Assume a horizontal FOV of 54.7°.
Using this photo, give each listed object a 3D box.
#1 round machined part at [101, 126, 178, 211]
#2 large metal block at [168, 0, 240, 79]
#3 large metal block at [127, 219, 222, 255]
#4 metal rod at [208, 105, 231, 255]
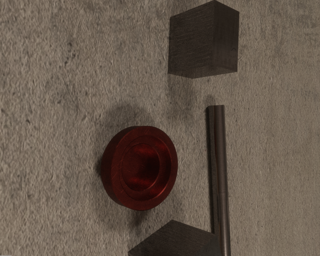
[{"bbox_3d":[-0.028,0.046,0.372,0.099,0.042,0.097,0,90,-40],"label":"round machined part"},{"bbox_3d":[0.058,-0.114,0.419,0.050,0.080,0.080,4,88,-40],"label":"large metal block"},{"bbox_3d":[0.020,0.166,0.389,0.081,0.080,0.050,-25,106,-38],"label":"large metal block"},{"bbox_3d":[0.095,0.113,0.487,0.025,0.025,0.298,-6,94,-40],"label":"metal rod"}]
